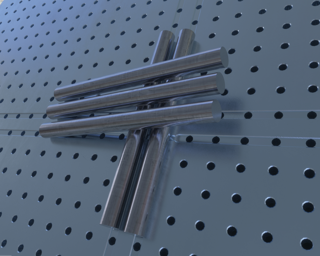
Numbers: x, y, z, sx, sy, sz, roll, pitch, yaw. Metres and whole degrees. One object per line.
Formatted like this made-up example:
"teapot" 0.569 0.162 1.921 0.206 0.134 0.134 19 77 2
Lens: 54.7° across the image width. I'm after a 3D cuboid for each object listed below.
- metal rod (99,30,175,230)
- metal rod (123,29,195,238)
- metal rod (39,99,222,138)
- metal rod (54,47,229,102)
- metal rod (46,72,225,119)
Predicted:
"metal rod" -0.024 -0.014 0.428 0.025 0.025 0.300 1 62 28
"metal rod" 0.006 -0.011 0.411 0.025 0.025 0.300 1 62 28
"metal rod" -0.062 -0.007 0.416 0.300 0.025 0.025 -5 59 35
"metal rod" -0.048 -0.070 0.448 0.300 0.025 0.025 -6 59 34
"metal rod" -0.055 -0.039 0.433 0.300 0.025 0.025 -6 59 34
